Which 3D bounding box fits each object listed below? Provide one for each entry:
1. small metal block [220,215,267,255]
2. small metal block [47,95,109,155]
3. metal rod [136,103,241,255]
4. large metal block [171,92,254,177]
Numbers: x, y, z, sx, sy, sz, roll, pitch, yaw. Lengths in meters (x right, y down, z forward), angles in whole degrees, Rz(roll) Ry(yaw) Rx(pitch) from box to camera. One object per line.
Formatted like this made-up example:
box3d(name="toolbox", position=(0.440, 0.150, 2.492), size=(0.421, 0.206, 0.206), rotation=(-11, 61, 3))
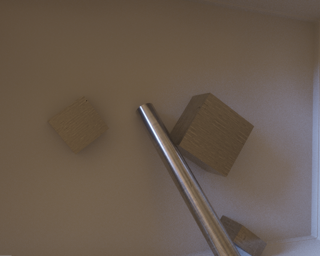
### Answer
box3d(name="small metal block", position=(0.114, 0.155, 0.441), size=(0.050, 0.050, 0.025), rotation=(39, 78, -16))
box3d(name="small metal block", position=(-0.099, -0.004, 0.375), size=(0.050, 0.025, 0.050), rotation=(-40, 103, -16))
box3d(name="metal rod", position=(0.049, 0.097, 0.355), size=(0.025, 0.025, 0.299), rotation=(-23, 69, -19))
box3d(name="large metal block", position=(0.067, 0.009, 0.423), size=(0.080, 0.050, 0.080), rotation=(35, 79, -17))
